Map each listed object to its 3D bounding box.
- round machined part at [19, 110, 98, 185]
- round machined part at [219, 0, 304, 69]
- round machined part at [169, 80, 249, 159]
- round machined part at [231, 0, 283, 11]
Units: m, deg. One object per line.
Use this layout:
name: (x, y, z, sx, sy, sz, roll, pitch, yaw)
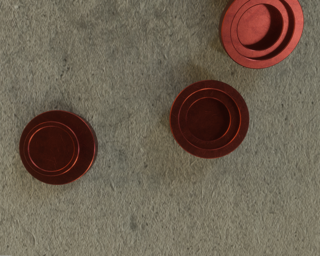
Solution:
round machined part: (-0.133, 0.026, 0.400, 0.099, 0.042, 0.097, 0, 90, 0)
round machined part: (0.123, -0.127, 0.390, 0.099, 0.042, 0.097, 0, 117, 0)
round machined part: (0.061, -0.011, 0.402, 0.099, 0.042, 0.097, 0, 90, 0)
round machined part: (0.132, -0.208, 0.402, 0.099, 0.042, 0.097, 0, 90, 0)
